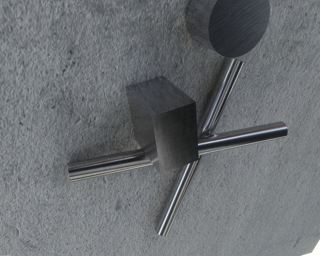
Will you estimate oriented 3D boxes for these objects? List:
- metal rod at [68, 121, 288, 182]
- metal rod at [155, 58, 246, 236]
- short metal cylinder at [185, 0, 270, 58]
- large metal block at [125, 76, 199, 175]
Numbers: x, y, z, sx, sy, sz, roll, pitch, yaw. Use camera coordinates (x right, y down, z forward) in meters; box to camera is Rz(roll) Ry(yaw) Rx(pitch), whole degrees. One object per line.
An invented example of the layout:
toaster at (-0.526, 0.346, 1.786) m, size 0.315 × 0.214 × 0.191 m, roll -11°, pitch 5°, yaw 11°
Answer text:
metal rod at (0.033, 0.029, 0.416) m, size 0.302 × 0.025 × 0.025 m, roll -10°, pitch 123°, yaw -14°
metal rod at (0.052, 0.040, 0.459) m, size 0.025 × 0.025 × 0.298 m, roll 7°, pitch 115°, yaw -32°
short metal cylinder at (0.076, -0.127, 0.354) m, size 0.081 × 0.050 × 0.079 m, roll -14°, pitch 124°, yaw -21°
large metal block at (0.002, -0.006, 0.369) m, size 0.050 × 0.080 × 0.079 m, roll -20°, pitch 126°, yaw -17°
